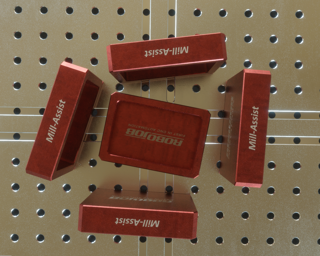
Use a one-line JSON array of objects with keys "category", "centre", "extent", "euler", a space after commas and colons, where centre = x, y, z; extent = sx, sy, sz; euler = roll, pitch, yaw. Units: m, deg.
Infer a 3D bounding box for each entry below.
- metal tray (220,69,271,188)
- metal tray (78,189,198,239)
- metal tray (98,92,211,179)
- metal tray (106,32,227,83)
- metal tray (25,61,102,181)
[{"category": "metal tray", "centre": [0.102, 0.000, 0.381], "extent": [0.030, 0.090, 0.129], "euler": [5, 90, 0]}, {"category": "metal tray", "centre": [-0.024, 0.102, 0.381], "extent": [0.131, 0.090, 0.030], "euler": [4, 90, 0]}, {"category": "metal tray", "centre": [-0.007, 0.009, 0.410], "extent": [0.131, 0.030, 0.090], "euler": [11, 90, -1]}, {"category": "metal tray", "centre": [0.008, -0.083, 0.380], "extent": [0.131, 0.090, 0.030], "euler": [-6, 90, 0]}, {"category": "metal tray", "centre": [-0.113, -0.008, 0.380], "extent": [0.030, 0.090, 0.129], "euler": [18, 90, 0]}]
